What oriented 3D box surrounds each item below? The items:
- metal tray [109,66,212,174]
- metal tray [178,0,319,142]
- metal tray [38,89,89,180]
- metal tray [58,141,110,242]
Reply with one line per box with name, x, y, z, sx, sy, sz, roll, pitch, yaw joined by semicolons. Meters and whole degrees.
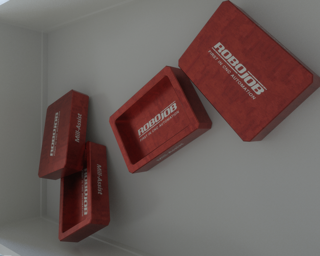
metal tray;-0.005;-0.008;0.408;0.130;0.030;0.090;-37;67;33
metal tray;0.088;-0.061;0.331;0.090;0.030;0.130;-51;61;28
metal tray;-0.158;0.012;0.508;0.090;0.030;0.130;-23;59;40
metal tray;-0.117;0.096;0.473;0.090;0.030;0.130;-37;48;33
